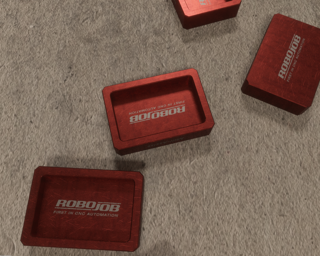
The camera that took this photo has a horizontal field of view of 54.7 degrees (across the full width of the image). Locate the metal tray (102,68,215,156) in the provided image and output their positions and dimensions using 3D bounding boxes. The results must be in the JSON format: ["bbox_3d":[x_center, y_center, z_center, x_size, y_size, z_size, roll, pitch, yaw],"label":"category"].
[{"bbox_3d":[-0.003,-0.022,0.413,0.131,0.030,0.090,-13,71,-5],"label":"metal tray"}]

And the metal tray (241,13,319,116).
[{"bbox_3d":[0.182,-0.093,0.442,0.090,0.030,0.130,24,72,8],"label":"metal tray"}]

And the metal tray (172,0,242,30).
[{"bbox_3d":[0.060,-0.225,0.488,0.091,0.030,0.130,-17,71,-7],"label":"metal tray"}]

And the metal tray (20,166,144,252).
[{"bbox_3d":[-0.087,0.096,0.369,0.131,0.030,0.090,3,70,0],"label":"metal tray"}]
